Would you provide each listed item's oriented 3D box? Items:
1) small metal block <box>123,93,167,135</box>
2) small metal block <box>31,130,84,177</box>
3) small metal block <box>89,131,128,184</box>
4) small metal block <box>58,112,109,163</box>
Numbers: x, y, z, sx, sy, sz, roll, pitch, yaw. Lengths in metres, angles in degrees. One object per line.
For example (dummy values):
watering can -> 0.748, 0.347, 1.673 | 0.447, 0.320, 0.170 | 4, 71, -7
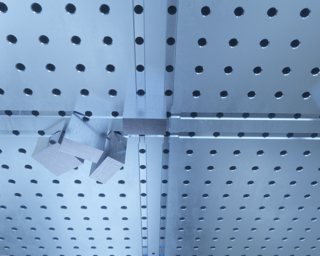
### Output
small metal block -> -0.018, -0.018, 0.380 | 0.050, 0.050, 0.025 | 1, 130, -2
small metal block -> -0.143, 0.037, 0.441 | 0.050, 0.025, 0.050 | -26, 126, 20
small metal block -> -0.071, 0.041, 0.429 | 0.025, 0.050, 0.050 | 30, 124, -23
small metal block -> -0.098, 0.012, 0.404 | 0.050, 0.050, 0.025 | 22, 127, -18
